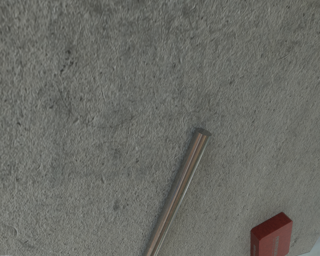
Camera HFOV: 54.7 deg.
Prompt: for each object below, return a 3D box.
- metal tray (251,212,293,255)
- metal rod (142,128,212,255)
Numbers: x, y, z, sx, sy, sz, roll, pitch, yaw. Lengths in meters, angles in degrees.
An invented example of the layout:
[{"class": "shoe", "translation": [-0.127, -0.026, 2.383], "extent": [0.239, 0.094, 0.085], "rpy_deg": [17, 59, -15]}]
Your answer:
[{"class": "metal tray", "translation": [0.253, 0.260, 0.707], "extent": [0.091, 0.030, 0.129], "rpy_deg": [-23, 127, -15]}, {"class": "metal rod", "translation": [0.015, 0.136, 0.500], "extent": [0.025, 0.025, 0.298], "rpy_deg": [6, 115, -32]}]
